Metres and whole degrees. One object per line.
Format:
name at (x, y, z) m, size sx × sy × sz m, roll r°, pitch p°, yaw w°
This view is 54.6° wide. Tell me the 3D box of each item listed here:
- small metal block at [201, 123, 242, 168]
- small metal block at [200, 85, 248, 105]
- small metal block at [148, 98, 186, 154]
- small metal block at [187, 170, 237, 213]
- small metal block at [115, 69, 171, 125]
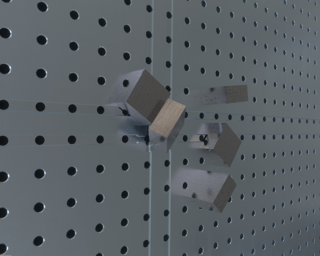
small metal block at (0.098, 0.027, 0.490) m, size 0.050 × 0.025 × 0.050 m, roll 45°, pitch 63°, yaw -30°
small metal block at (0.098, -0.050, 0.473) m, size 0.050 × 0.050 × 0.025 m, roll -9°, pitch 96°, yaw -40°
small metal block at (0.010, -0.001, 0.398) m, size 0.050 × 0.025 × 0.050 m, roll -59°, pitch 166°, yaw -23°
small metal block at (0.076, 0.092, 0.456) m, size 0.025 × 0.050 × 0.050 m, roll 52°, pitch 60°, yaw -27°
small metal block at (-0.021, -0.038, 0.391) m, size 0.050 × 0.025 × 0.050 m, roll 40°, pitch 66°, yaw -33°
